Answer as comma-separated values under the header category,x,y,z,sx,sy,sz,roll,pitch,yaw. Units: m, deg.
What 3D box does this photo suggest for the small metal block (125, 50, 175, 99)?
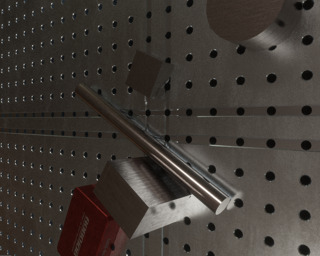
category,x,y,z,sx,sy,sz,roll,pitch,yaw
small metal block,-0.015,-0.072,0.419,0.050,0.025,0.050,33,110,34

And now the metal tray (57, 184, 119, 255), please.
category,x,y,z,sx,sy,sz,roll,pitch,yaw
metal tray,-0.116,0.170,0.499,0.090,0.030,0.129,31,109,35

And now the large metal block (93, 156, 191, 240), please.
category,x,y,z,sx,sy,sz,roll,pitch,yaw
large metal block,-0.022,0.082,0.390,0.080,0.081,0.050,42,115,31

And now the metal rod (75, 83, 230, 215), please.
category,x,y,z,sx,sy,sz,roll,pitch,yaw
metal rod,-0.029,0.012,0.431,0.300,0.025,0.025,37,113,33

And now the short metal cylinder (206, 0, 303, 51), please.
category,x,y,z,sx,sy,sz,roll,pitch,yaw
short metal cylinder,0.095,-0.123,0.314,0.080,0.050,0.079,0,90,39
